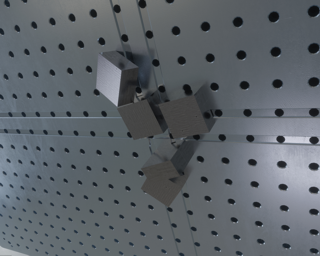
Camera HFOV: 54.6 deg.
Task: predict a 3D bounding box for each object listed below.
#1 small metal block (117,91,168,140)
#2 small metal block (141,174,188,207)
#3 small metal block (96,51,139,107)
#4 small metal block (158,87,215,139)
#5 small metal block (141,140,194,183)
[{"bbox_3d":[-0.021,-0.016,0.413,0.050,0.025,0.050,-14,112,34],"label":"small metal block"},{"bbox_3d":[0.006,0.082,0.459,0.050,0.025,0.050,33,129,7],"label":"small metal block"},{"bbox_3d":[-0.055,-0.063,0.390,0.050,0.025,0.050,40,134,33],"label":"small metal block"},{"bbox_3d":[0.033,-0.018,0.383,0.050,0.025,0.050,-12,113,33],"label":"small metal block"},{"bbox_3d":[0.010,0.045,0.418,0.050,0.050,0.025,-21,107,36],"label":"small metal block"}]
